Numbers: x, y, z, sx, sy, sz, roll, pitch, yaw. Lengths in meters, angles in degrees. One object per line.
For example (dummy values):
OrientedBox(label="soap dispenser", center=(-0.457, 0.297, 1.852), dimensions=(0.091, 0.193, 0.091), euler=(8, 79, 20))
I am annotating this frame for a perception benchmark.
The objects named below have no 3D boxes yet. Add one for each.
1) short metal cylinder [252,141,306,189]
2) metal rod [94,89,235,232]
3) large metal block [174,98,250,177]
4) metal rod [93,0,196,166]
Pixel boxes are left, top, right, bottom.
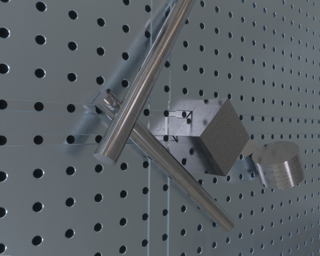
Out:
OrientedBox(label="short metal cylinder", center=(0.211, 0.065, 0.551), dimensions=(0.081, 0.080, 0.050), euler=(-35, 112, -35))
OrientedBox(label="metal rod", center=(0.022, 0.060, 0.427), dimensions=(0.300, 0.025, 0.025), euler=(48, 62, -30))
OrientedBox(label="large metal block", center=(0.079, 0.013, 0.460), dimensions=(0.080, 0.050, 0.080), euler=(-50, 120, -28))
OrientedBox(label="metal rod", center=(-0.003, -0.090, 0.385), dimensions=(0.025, 0.025, 0.300), euler=(42, 58, -32))
